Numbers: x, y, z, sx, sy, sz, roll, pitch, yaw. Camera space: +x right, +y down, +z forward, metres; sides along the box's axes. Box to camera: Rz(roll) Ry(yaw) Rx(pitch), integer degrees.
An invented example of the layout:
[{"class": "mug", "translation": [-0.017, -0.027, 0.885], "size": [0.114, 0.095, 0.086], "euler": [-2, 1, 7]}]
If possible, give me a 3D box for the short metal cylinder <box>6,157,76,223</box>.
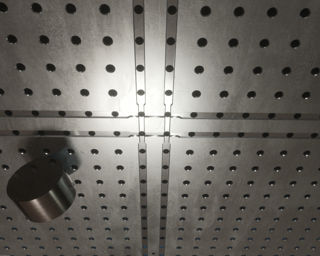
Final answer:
[{"class": "short metal cylinder", "translation": [-0.170, 0.088, 0.448], "size": [0.080, 0.080, 0.050], "euler": [-9, 130, 7]}]
